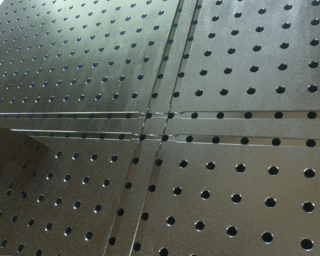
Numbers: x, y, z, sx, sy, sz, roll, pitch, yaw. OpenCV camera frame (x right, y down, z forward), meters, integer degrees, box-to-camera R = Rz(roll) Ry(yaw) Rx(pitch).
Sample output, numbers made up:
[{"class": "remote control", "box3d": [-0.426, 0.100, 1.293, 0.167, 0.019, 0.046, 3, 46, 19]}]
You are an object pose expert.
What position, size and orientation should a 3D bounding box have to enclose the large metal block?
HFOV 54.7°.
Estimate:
[{"class": "large metal block", "box3d": [-0.237, 0.048, 0.484, 0.080, 0.050, 0.080, 10, 67, 32]}]
